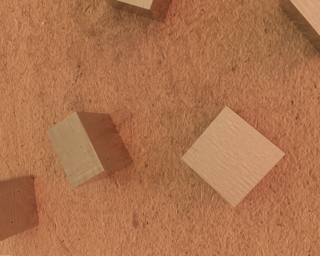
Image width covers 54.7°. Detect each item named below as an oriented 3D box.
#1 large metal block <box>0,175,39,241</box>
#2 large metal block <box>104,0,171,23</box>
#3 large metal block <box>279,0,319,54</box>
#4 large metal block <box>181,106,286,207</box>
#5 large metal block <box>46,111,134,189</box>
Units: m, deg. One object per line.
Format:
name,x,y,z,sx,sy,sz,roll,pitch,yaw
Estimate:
large metal block,-0.234,0.118,0.462,0.050,0.080,0.080,-9,87,20
large metal block,-0.025,-0.195,0.405,0.080,0.050,0.080,23,98,18
large metal block,0.187,-0.137,0.329,0.080,0.050,0.080,-37,78,16
large metal block,0.086,0.031,0.365,0.080,0.050,0.080,42,103,15
large metal block,-0.090,0.026,0.411,0.050,0.080,0.080,-31,80,17
